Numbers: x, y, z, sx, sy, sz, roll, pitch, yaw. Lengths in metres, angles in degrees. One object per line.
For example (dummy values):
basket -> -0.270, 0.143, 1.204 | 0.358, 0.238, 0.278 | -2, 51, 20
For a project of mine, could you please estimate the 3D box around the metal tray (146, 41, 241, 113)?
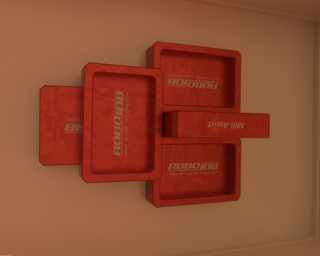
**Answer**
metal tray -> 0.048, -0.064, 0.425 | 0.131, 0.030, 0.089 | 1, 90, -21

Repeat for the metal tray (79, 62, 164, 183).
metal tray -> -0.044, -0.005, 0.358 | 0.091, 0.030, 0.129 | 1, 90, -21

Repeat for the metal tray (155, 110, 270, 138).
metal tray -> 0.061, -0.004, 0.397 | 0.131, 0.090, 0.030 | 1, 90, -20

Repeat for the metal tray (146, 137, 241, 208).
metal tray -> 0.048, 0.056, 0.425 | 0.131, 0.030, 0.089 | 1, 90, -21

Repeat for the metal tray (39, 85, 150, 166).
metal tray -> -0.076, -0.003, 0.377 | 0.131, 0.030, 0.089 | 0, 90, -21
